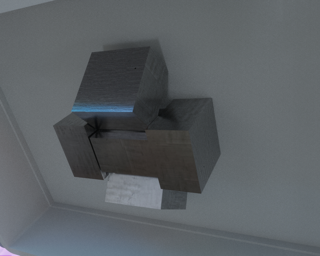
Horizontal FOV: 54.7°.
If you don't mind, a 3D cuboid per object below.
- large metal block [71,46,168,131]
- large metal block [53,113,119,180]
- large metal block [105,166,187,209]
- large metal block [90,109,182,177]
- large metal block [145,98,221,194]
[{"bbox_3d":[-0.044,-0.043,0.360,0.080,0.080,0.050,2,157,27],"label":"large metal block"},{"bbox_3d":[-0.087,0.013,0.426,0.050,0.080,0.080,1,119,28],"label":"large metal block"},{"bbox_3d":[-0.015,0.080,0.420,0.080,0.080,0.050,0,77,27],"label":"large metal block"},{"bbox_3d":[-0.027,0.015,0.395,0.080,0.080,0.050,1,119,28],"label":"large metal block"},{"bbox_3d":[0.031,0.018,0.366,0.050,0.080,0.080,1,119,28],"label":"large metal block"}]
